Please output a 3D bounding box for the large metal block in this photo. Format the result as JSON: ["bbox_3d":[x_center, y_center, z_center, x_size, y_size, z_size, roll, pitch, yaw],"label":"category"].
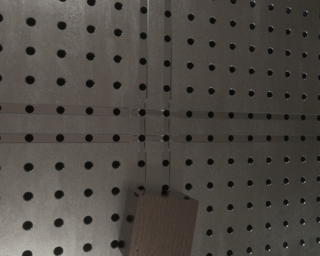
[{"bbox_3d":[-0.003,0.125,0.400,0.081,0.050,0.080,11,87,-20],"label":"large metal block"}]
